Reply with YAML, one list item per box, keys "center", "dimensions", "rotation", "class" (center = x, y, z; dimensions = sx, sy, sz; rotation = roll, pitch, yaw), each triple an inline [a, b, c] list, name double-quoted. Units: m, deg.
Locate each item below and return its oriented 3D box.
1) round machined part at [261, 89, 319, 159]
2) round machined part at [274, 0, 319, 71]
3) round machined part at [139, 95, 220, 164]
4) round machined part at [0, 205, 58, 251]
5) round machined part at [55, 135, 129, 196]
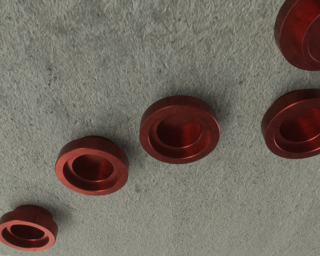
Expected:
- center: [0.177, -0.009, 0.390]
  dimensions: [0.099, 0.042, 0.097]
  rotation: [0, 130, 0]
  class: "round machined part"
- center: [0.171, -0.100, 0.313]
  dimensions: [0.099, 0.042, 0.097]
  rotation: [0, 130, 0]
  class: "round machined part"
- center: [0.024, -0.002, 0.394]
  dimensions: [0.099, 0.042, 0.097]
  rotation: [0, 130, 0]
  class: "round machined part"
- center: [-0.227, 0.170, 0.539]
  dimensions: [0.099, 0.042, 0.097]
  rotation: [0, 130, 0]
  class: "round machined part"
- center: [-0.093, 0.049, 0.437]
  dimensions: [0.099, 0.042, 0.097]
  rotation: [0, 130, 0]
  class: "round machined part"
